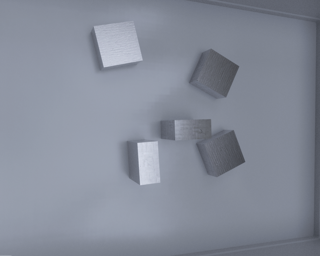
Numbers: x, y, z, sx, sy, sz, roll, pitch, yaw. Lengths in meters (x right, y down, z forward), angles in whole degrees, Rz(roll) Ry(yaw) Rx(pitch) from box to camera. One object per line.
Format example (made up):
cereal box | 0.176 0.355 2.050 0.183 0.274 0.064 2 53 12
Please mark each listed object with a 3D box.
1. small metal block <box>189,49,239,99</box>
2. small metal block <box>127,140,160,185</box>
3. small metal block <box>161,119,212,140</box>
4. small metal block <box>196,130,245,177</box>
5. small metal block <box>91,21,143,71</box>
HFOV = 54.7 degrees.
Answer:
small metal block | 0.077 -0.076 0.438 0.050 0.025 0.050 27 81 -18
small metal block | -0.021 0.041 0.389 0.025 0.050 0.050 -4 92 -20
small metal block | 0.033 0.002 0.409 0.050 0.050 0.025 -2 91 -20
small metal block | 0.087 0.035 0.442 0.050 0.025 0.050 -24 98 -18
small metal block | -0.054 -0.103 0.390 0.050 0.025 0.050 -15 95 -20
